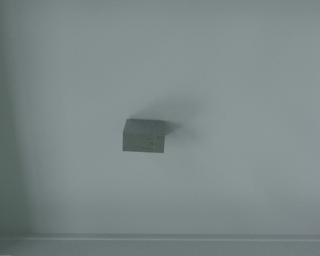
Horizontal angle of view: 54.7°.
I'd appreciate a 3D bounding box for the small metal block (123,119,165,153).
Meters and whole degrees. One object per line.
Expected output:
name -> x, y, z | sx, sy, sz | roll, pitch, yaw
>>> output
small metal block -> -0.020, 0.009, 0.397 | 0.050, 0.050, 0.025 | 3, 110, -2
